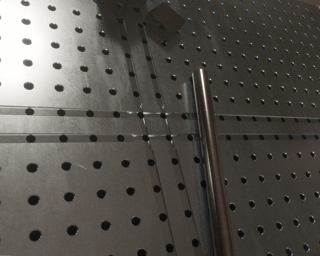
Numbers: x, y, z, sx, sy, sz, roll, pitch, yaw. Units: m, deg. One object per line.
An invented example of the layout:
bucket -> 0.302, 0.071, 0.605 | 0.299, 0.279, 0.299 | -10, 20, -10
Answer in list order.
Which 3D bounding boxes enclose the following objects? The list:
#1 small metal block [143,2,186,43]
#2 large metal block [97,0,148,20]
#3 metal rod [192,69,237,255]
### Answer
small metal block -> 0.008, -0.179, 0.524 | 0.050, 0.025, 0.050 | 40, 51, -1
large metal block -> -0.046, -0.233, 0.491 | 0.050, 0.080, 0.080 | 40, 51, -1
metal rod -> 0.071, 0.043, 0.421 | 0.025, 0.025, 0.299 | 11, 57, -23
